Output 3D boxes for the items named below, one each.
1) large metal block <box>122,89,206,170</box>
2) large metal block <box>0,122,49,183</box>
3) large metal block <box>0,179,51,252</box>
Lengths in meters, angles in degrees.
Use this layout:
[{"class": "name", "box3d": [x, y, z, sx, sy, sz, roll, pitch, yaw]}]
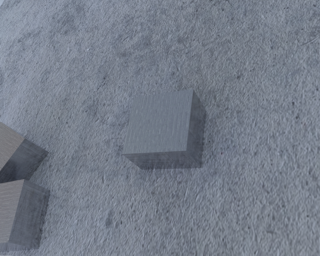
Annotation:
[{"class": "large metal block", "box3d": [0.008, 0.004, 0.381, 0.080, 0.050, 0.080, -5, 59, 25]}, {"class": "large metal block", "box3d": [-0.237, 0.047, 0.484, 0.080, 0.050, 0.080, 23, 74, 36]}, {"class": "large metal block", "box3d": [-0.206, 0.121, 0.422, 0.080, 0.050, 0.080, -12, 57, 21]}]
